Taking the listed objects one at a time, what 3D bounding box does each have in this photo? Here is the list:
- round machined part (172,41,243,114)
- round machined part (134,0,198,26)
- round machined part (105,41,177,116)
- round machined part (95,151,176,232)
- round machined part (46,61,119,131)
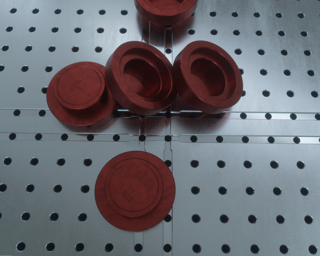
[{"bbox_3d":[0.059,-0.063,0.413,0.099,0.042,0.098,11,65,-25],"label":"round machined part"},{"bbox_3d":[0.009,-0.198,0.475,0.099,0.042,0.098,0,70,-1],"label":"round machined part"},{"bbox_3d":[-0.028,-0.061,0.410,0.099,0.042,0.098,14,63,-30],"label":"round machined part"},{"bbox_3d":[-0.030,0.074,0.375,0.099,0.042,0.098,0,70,-1],"label":"round machined part"},{"bbox_3d":[-0.105,-0.049,0.419,0.099,0.042,0.098,0,70,-1],"label":"round machined part"}]
